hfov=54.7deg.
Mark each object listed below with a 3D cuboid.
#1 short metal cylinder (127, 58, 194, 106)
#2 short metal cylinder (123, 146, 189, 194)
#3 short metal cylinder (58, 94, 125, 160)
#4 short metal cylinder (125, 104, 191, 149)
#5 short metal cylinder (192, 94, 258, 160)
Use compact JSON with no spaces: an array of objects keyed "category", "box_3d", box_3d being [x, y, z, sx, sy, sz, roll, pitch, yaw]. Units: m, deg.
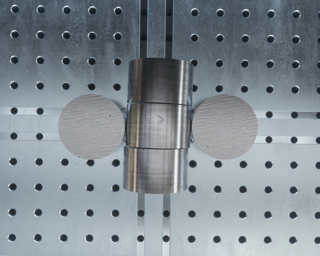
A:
[{"category":"short metal cylinder","box_3d":[0.001,-0.054,0.385,0.081,0.080,0.050,3,90,-1]},{"category":"short metal cylinder","box_3d":[-0.005,0.049,0.385,0.081,0.080,0.050,1,90,-1]},{"category":"short metal cylinder","box_3d":[-0.083,-0.001,0.399,0.081,0.050,0.079,0,90,-1]},{"category":"short metal cylinder","box_3d":[-0.002,-0.002,0.385,0.081,0.080,0.050,2,90,-1]},{"category":"short metal cylinder","box_3d":[0.079,-0.001,0.401,0.081,0.050,0.079,0,90,-1]}]
